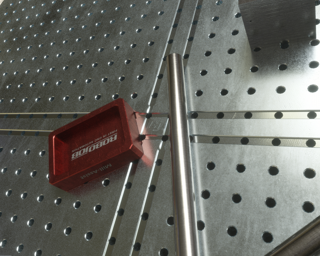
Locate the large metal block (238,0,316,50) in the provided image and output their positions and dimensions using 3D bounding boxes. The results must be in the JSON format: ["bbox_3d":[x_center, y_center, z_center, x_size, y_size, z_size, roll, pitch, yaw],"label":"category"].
[{"bbox_3d":[0.148,-0.150,0.387,0.080,0.080,0.050,-5,60,25],"label":"large metal block"}]

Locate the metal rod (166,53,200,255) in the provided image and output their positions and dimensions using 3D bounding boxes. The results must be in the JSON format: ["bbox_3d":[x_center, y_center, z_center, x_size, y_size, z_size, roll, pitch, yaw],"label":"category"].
[{"bbox_3d":[0.025,0.025,0.378,0.025,0.025,0.299,-15,56,20],"label":"metal rod"}]

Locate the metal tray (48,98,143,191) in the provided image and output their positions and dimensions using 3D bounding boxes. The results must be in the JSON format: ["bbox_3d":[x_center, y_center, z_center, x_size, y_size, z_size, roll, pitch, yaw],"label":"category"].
[{"bbox_3d":[-0.095,0.023,0.438,0.130,0.030,0.090,-25,53,12],"label":"metal tray"}]

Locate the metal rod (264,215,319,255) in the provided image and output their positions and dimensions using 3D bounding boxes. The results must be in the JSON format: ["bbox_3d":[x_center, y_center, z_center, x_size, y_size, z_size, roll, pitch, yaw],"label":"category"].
[{"bbox_3d":[0.132,0.102,0.275,0.300,0.025,0.025,-37,51,2],"label":"metal rod"}]
